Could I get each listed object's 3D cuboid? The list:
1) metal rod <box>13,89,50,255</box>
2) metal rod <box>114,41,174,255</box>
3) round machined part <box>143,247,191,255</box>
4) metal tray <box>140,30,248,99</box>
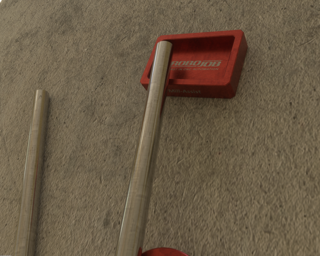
[{"bbox_3d":[-0.189,0.062,0.462,0.025,0.025,0.299,-20,54,16],"label":"metal rod"},{"bbox_3d":[-0.013,0.015,0.354,0.025,0.025,0.300,-7,56,24],"label":"metal rod"},{"bbox_3d":[0.008,0.165,0.286,0.098,0.042,0.098,-13,56,20],"label":"round machined part"},{"bbox_3d":[0.046,-0.088,0.429,0.130,0.030,0.090,6,64,30],"label":"metal tray"}]
